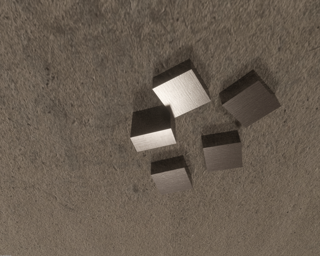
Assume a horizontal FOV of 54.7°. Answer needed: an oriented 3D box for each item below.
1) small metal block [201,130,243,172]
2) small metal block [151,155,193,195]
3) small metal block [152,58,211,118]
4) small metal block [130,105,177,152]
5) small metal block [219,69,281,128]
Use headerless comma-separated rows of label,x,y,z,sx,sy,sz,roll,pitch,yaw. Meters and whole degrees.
small metal block,0.088,0.033,0.437,0.050,0.025,0.050,-10,130,7
small metal block,0.018,0.072,0.469,0.050,0.025,0.050,-14,129,11
small metal block,0.026,-0.046,0.368,0.050,0.025,0.050,-25,126,19
small metal block,-0.008,-0.001,0.390,0.050,0.050,0.025,-13,129,10
small metal block,0.110,-0.035,0.379,0.050,0.025,0.050,-36,122,26
